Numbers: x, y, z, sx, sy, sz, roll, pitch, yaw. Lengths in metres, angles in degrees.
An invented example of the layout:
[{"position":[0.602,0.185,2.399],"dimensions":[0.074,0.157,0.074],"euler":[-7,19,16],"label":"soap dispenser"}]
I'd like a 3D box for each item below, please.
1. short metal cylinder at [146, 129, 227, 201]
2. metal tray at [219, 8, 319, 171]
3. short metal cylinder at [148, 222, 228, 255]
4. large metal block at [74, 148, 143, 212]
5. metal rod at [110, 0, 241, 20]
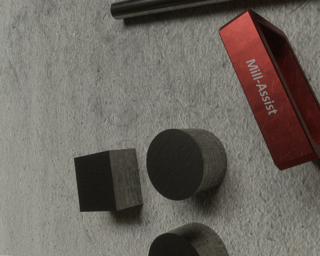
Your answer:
[{"position":[0.031,0.040,0.364],"dimensions":[0.080,0.050,0.080],"euler":[0,90,40],"label":"short metal cylinder"},{"position":[0.107,-0.033,0.273],"dimensions":[0.030,0.091,0.129],"euler":[-30,72,36],"label":"metal tray"},{"position":[0.033,0.157,0.362],"dimensions":[0.080,0.050,0.080],"euler":[0,90,40],"label":"short metal cylinder"},{"position":[-0.076,0.076,0.452],"dimensions":[0.080,0.050,0.080],"euler":[-14,81,39],"label":"large metal block"},{"position":[0.051,-0.156,0.362],"dimensions":[0.300,0.025,0.025],"euler":[8,95,39],"label":"metal rod"}]
